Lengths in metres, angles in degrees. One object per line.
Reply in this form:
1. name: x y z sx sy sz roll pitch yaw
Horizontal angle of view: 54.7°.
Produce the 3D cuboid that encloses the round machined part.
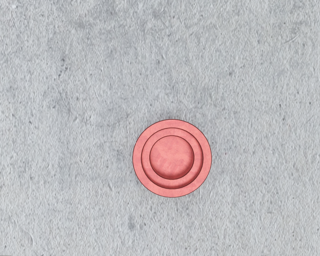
1. round machined part: 0.015 0.037 0.403 0.099 0.042 0.097 0 90 -1
